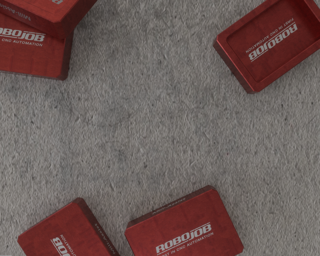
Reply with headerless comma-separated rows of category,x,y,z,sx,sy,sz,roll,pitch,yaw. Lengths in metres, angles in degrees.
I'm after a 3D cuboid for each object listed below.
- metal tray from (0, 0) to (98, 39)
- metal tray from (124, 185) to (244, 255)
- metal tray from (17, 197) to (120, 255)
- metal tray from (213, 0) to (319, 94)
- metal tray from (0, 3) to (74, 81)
metal tray,-0.151,-0.173,0.381,0.130,0.030,0.090,26,67,7
metal tray,0.031,0.143,0.408,0.131,0.030,0.090,-25,90,0
metal tray,-0.110,0.170,0.407,0.090,0.030,0.130,-33,90,0
metal tray,0.148,-0.117,0.408,0.130,0.030,0.090,-36,90,0
metal tray,-0.185,-0.116,0.406,0.131,0.030,0.089,8,90,0
